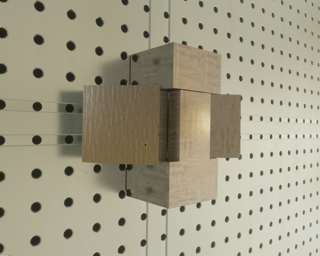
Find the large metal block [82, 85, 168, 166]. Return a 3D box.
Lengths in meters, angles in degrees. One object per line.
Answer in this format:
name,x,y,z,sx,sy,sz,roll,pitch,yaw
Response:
large metal block,-0.036,-0.004,0.337,0.050,0.080,0.079,1,90,-80

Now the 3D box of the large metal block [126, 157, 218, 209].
large metal block,0.015,0.062,0.386,0.081,0.080,0.050,1,90,-40

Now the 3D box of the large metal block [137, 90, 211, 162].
large metal block,0.015,-0.002,0.387,0.050,0.080,0.079,1,89,-40

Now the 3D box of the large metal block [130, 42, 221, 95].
large metal block,0.019,-0.068,0.390,0.081,0.080,0.050,1,90,-40

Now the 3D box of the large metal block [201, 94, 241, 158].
large metal block,0.074,-0.002,0.427,0.050,0.080,0.079,1,89,-3
